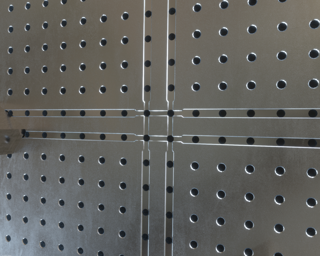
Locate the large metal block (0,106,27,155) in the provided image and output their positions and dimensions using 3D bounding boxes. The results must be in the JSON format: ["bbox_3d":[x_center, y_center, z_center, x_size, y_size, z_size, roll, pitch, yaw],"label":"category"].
[{"bbox_3d":[-0.275,0.000,0.481,0.080,0.080,0.050,36,102,16],"label":"large metal block"}]
